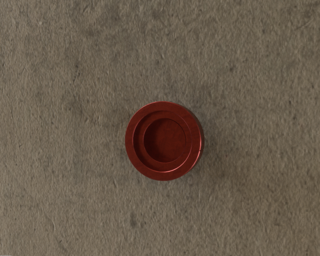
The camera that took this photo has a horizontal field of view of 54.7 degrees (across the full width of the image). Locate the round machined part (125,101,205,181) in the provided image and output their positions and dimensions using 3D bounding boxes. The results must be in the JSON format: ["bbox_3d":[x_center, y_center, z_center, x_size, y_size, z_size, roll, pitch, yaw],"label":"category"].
[{"bbox_3d":[0.009,0.016,0.396,0.098,0.042,0.097,0,90,19],"label":"round machined part"}]
